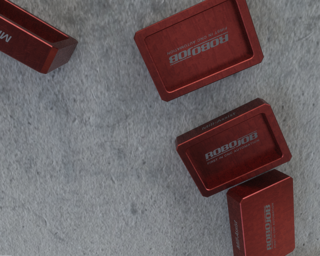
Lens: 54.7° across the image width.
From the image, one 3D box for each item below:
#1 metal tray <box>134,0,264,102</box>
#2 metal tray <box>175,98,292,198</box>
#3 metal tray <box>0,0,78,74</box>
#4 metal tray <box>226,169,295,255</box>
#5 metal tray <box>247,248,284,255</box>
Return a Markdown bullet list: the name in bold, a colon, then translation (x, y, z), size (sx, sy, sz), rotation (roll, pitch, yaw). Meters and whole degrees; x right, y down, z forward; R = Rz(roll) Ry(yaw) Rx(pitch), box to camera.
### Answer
- **metal tray**: translation (0.046, -0.098, 0.371), size (0.130, 0.030, 0.090), rotation (-22, 109, 7)
- **metal tray**: translation (0.098, 0.028, 0.418), size (0.130, 0.030, 0.090), rotation (-26, 108, 9)
- **metal tray**: translation (-0.163, -0.111, 0.332), size (0.131, 0.090, 0.030), rotation (29, 107, -11)
- **metal tray**: translation (0.146, 0.133, 0.440), size (0.091, 0.030, 0.129), rotation (-18, 111, -20)
- **metal tray**: translation (0.195, 0.254, 0.503), size (0.131, 0.030, 0.089), rotation (16, 109, -6)
